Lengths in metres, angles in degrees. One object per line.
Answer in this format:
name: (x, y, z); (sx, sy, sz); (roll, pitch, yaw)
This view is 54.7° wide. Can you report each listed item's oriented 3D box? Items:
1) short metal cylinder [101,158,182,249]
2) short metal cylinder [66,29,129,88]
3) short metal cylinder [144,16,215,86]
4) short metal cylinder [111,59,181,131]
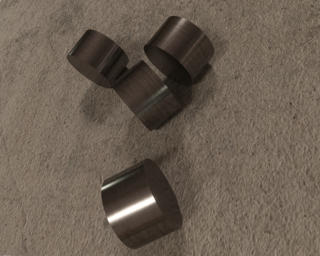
short metal cylinder: (-0.018, 0.079, 0.328); (0.050, 0.080, 0.080); (-29, 52, 10)
short metal cylinder: (-0.096, -0.106, 0.482); (0.080, 0.080, 0.050); (23, 74, 36)
short metal cylinder: (0.025, -0.102, 0.417); (0.080, 0.080, 0.050); (30, 79, 37)
short metal cylinder: (-0.018, -0.042, 0.402); (0.050, 0.080, 0.080); (-40, 51, 1)
